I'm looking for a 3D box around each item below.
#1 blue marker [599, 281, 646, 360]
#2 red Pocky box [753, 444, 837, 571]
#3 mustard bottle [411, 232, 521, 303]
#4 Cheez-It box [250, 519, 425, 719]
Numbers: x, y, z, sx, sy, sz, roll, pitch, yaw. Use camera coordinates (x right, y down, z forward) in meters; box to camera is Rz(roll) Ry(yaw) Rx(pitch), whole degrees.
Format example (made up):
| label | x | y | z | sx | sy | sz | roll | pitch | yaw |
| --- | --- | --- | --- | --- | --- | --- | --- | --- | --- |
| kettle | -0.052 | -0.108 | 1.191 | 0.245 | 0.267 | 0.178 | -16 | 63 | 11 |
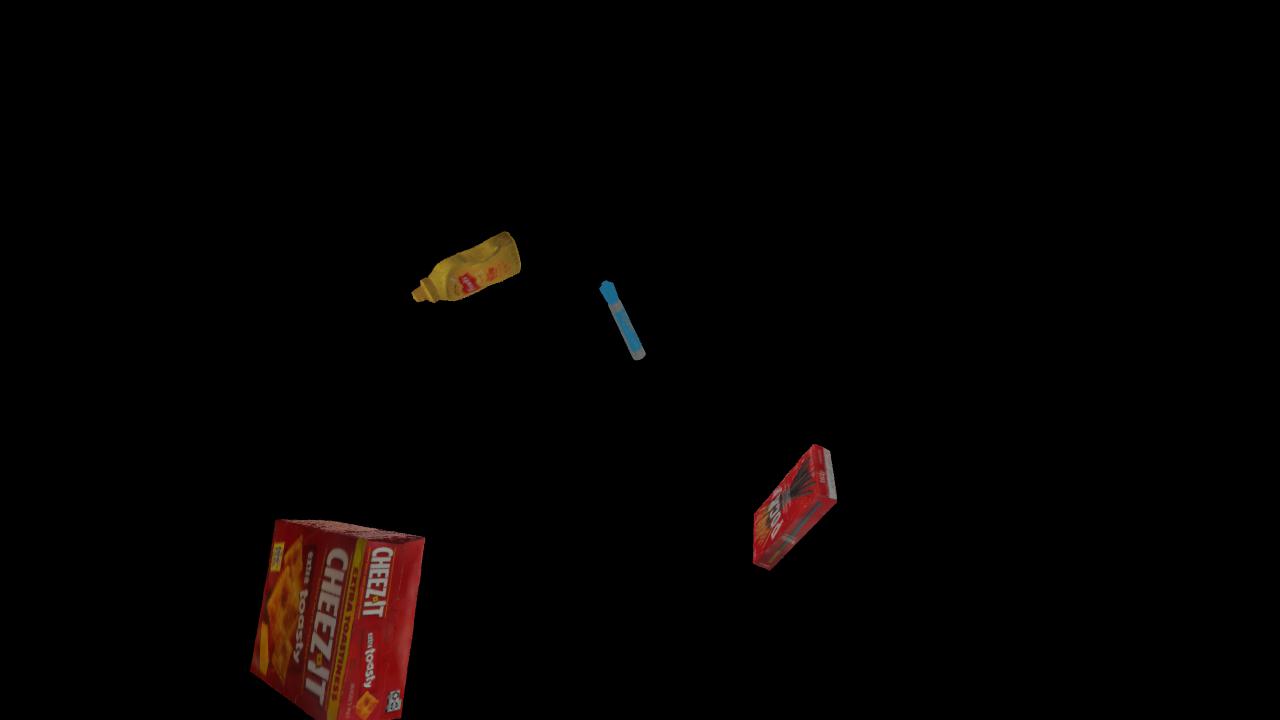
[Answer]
| label | x | y | z | sx | sy | sz | roll | pitch | yaw |
| --- | --- | --- | --- | --- | --- | --- | --- | --- | --- |
| blue marker | -0.022 | -0.050 | 0.787 | 0.020 | 0.121 | 0.020 | -16 | 36 | 12 |
| red Pocky box | 0.185 | 0.183 | 0.754 | 0.028 | 0.155 | 0.083 | 22 | 37 | -7 |
| mustard bottle | -0.291 | -0.143 | 1.022 | 0.184 | 0.054 | 0.092 | -29 | -17 | -20 |
| Cheez-It box | -0.315 | 0.257 | 0.632 | 0.223 | 0.166 | 0.071 | -6 | -15 | 40 |
